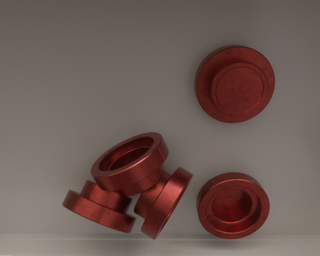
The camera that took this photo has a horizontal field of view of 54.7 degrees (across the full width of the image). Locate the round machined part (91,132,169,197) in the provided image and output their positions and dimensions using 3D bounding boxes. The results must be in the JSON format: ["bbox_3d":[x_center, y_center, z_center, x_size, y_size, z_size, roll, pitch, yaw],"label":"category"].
[{"bbox_3d":[-0.033,0.049,0.390,0.098,0.098,0.042,-23,108,8],"label":"round machined part"}]

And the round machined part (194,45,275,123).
[{"bbox_3d":[0.094,-0.051,0.385,0.099,0.042,0.097,0,110,-1],"label":"round machined part"}]

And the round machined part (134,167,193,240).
[{"bbox_3d":[0.001,0.093,0.411,0.042,0.098,0.097,30,109,12],"label":"round machined part"}]

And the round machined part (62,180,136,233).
[{"bbox_3d":[-0.076,0.102,0.418,0.098,0.098,0.042,26,75,-10],"label":"round machined part"}]

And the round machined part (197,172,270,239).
[{"bbox_3d":[0.101,0.106,0.443,0.099,0.042,0.097,0,110,-1],"label":"round machined part"}]
